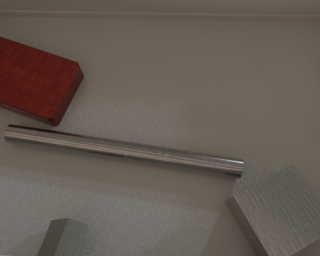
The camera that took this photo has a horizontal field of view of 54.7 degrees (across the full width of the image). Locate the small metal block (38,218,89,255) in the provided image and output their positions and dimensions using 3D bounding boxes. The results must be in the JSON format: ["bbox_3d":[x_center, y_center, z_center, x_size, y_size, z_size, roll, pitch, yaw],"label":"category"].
[{"bbox_3d":[-0.109,0.129,0.341,0.025,0.050,0.050,31,56,-27],"label":"small metal block"}]

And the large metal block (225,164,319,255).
[{"bbox_3d":[0.136,0.100,0.362,0.080,0.050,0.080,-26,72,-9],"label":"large metal block"}]

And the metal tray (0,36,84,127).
[{"bbox_3d":[-0.185,-0.065,0.429,0.131,0.030,0.090,19,71,6],"label":"metal tray"}]

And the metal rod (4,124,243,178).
[{"bbox_3d":[-0.047,0.029,0.398,0.302,0.025,0.025,8,70,2],"label":"metal rod"}]
